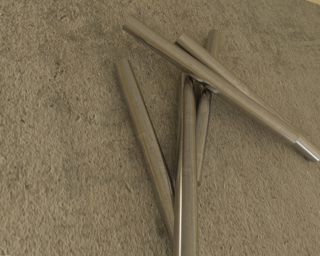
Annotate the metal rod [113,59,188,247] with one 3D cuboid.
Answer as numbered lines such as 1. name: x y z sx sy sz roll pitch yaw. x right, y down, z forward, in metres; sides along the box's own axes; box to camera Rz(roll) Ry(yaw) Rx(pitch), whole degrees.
1. metal rod: -0.005 0.043 0.374 0.025 0.025 0.299 -6 65 -31

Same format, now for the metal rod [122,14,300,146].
1. metal rod: 0.078 -0.066 0.452 0.301 0.025 0.025 34 51 -7

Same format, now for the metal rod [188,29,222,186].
1. metal rod: 0.068 -0.050 0.470 0.025 0.025 0.300 25 53 -13

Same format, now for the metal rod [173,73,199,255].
1. metal rod: 0.032 0.038 0.374 0.025 0.025 0.300 20 47 -17

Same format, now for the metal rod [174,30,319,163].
1. metal rod: 0.144 -0.043 0.484 0.301 0.025 0.025 38 51 -12
